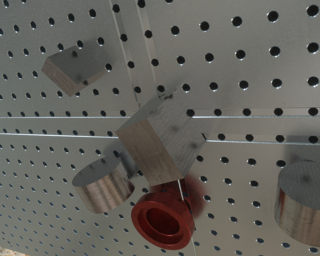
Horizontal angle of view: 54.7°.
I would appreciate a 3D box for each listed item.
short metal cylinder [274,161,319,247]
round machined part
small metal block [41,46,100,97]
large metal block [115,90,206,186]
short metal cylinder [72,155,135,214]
[{"bbox_3d":[0.169,0.080,0.336,0.080,0.080,0.050,9,122,23],"label":"short metal cylinder"},{"bbox_3d":[0.008,0.139,0.482,0.098,0.042,0.097,13,124,21],"label":"round machined part"},{"bbox_3d":[-0.117,-0.076,0.410,0.050,0.050,0.025,43,129,-2],"label":"small metal block"},{"bbox_3d":[0.004,0.011,0.380,0.050,0.080,0.080,-22,107,36],"label":"large metal block"},{"bbox_3d":[-0.085,0.084,0.473,0.080,0.080,0.050,-12,112,33],"label":"short metal cylinder"}]
